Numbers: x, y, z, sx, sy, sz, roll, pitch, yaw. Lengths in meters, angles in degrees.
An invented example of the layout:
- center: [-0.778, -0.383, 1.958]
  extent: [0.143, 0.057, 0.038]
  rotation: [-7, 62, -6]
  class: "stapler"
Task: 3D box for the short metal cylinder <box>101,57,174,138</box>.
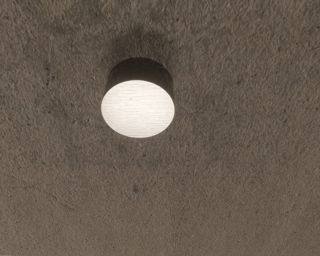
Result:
- center: [-0.024, -0.035, 0.361]
  extent: [0.081, 0.050, 0.079]
  rotation: [0, 130, 0]
  class: "short metal cylinder"
